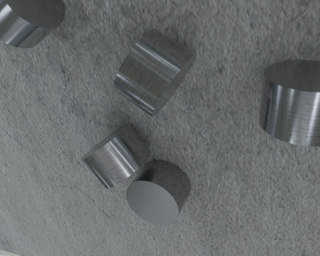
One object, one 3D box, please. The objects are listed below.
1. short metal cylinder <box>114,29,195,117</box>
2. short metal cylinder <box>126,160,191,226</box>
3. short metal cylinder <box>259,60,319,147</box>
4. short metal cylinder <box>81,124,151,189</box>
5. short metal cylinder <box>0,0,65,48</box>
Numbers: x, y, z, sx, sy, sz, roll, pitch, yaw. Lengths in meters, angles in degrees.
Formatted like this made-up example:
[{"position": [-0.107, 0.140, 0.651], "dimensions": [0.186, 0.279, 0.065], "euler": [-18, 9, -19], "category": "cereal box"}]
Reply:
[{"position": [-0.005, -0.059, 0.337], "dimensions": [0.050, 0.080, 0.079], "euler": [36, 129, 4], "category": "short metal cylinder"}, {"position": [-0.001, 0.093, 0.448], "dimensions": [0.080, 0.050, 0.079], "euler": [13, 124, 20], "category": "short metal cylinder"}, {"position": [0.135, -0.026, 0.284], "dimensions": [0.080, 0.080, 0.050], "euler": [10, 123, 23], "category": "short metal cylinder"}, {"position": [-0.059, 0.037, 0.424], "dimensions": [0.080, 0.080, 0.050], "euler": [-29, 102, 37], "category": "short metal cylinder"}, {"position": [-0.162, -0.142, 0.367], "dimensions": [0.050, 0.080, 0.080], "euler": [-23, 106, 36], "category": "short metal cylinder"}]
